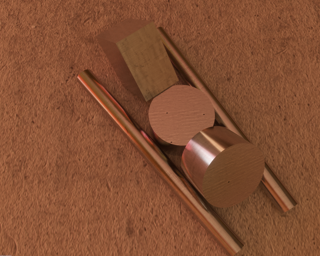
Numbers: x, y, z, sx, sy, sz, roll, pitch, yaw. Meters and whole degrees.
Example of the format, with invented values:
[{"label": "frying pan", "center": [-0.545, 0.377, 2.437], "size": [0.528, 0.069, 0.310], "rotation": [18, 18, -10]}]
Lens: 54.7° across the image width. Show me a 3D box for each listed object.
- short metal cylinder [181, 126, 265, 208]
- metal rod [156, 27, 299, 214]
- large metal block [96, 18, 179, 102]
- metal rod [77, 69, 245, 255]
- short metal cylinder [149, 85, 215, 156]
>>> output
[{"label": "short metal cylinder", "center": [0.072, 0.044, 0.358], "size": [0.080, 0.080, 0.050], "rotation": [-30, 31, -10]}, {"label": "metal rod", "center": [0.076, -0.022, 0.417], "size": [0.025, 0.025, 0.299], "rotation": [-31, 73, -11]}, {"label": "large metal block", "center": [-0.030, -0.090, 0.396], "size": [0.050, 0.080, 0.080], "rotation": [-35, 32, -12]}, {"label": "metal rod", "center": [-0.009, 0.034, 0.396], "size": [0.025, 0.025, 0.300], "rotation": [-39, 75, -13]}, {"label": "short metal cylinder", "center": [0.026, -0.008, 0.399], "size": [0.081, 0.050, 0.080], "rotation": [0, 70, 0]}]
